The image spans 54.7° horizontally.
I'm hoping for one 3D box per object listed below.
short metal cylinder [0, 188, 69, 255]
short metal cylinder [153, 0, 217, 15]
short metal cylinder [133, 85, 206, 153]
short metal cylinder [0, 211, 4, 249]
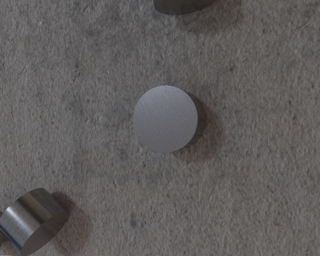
[{"bbox_3d":[-0.179,0.133,0.441,0.050,0.080,0.080,38,102,15],"label":"short metal cylinder"},{"bbox_3d":[0.029,-0.177,0.369,0.080,0.080,0.050,-11,87,19],"label":"short metal cylinder"},{"bbox_3d":[0.014,-0.011,0.390,0.080,0.050,0.079,0,90,19],"label":"short metal cylinder"},{"bbox_3d":[-0.283,0.163,0.477,0.080,0.080,0.050,29,100,17],"label":"short metal cylinder"}]
